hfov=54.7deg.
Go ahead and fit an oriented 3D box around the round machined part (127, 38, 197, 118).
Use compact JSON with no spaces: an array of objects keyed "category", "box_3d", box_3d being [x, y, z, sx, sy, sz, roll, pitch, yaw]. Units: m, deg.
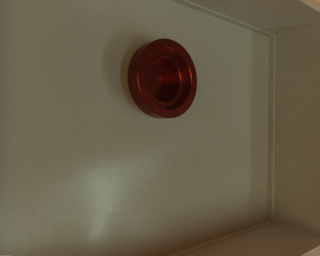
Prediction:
[{"category":"round machined part","box_3d":[-0.001,-0.061,0.396,0.099,0.042,0.097,0,90,-40]}]
